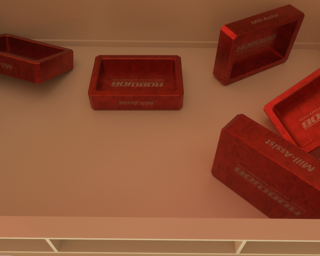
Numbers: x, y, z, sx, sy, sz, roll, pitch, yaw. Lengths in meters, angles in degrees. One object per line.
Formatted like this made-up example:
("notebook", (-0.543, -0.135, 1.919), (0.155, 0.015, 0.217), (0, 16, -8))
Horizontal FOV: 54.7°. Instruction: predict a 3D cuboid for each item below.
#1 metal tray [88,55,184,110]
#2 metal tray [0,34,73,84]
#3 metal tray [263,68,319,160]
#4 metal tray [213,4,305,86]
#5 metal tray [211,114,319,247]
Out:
("metal tray", (-0.033, -0.069, 0.459), (0.131, 0.030, 0.090), (0, 50, -1))
("metal tray", (-0.211, -0.108, 0.469), (0.131, 0.030, 0.090), (16, 29, 12))
("metal tray", (0.206, -0.027, 0.375), (0.130, 0.030, 0.090), (-37, 47, 20))
("metal tray", (0.147, -0.125, 0.469), (0.131, 0.089, 0.030), (-23, 54, -18))
("metal tray", (0.118, 0.053, 0.319), (0.130, 0.089, 0.030), (36, 59, 26))
